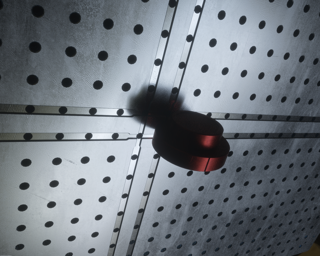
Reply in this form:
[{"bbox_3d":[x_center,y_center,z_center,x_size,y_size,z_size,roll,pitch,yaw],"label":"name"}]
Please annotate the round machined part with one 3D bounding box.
[{"bbox_3d":[0.042,0.010,0.395,0.099,0.098,0.042,0,118,-29],"label":"round machined part"}]
